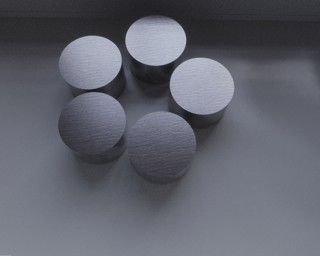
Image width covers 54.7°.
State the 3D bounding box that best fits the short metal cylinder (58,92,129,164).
[{"bbox_3d":[-0.081,0.001,0.393,0.081,0.050,0.080,0,70,0],"label":"short metal cylinder"}]

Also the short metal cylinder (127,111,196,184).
[{"bbox_3d":[0.002,0.026,0.385,0.081,0.050,0.080,0,70,0],"label":"short metal cylinder"}]

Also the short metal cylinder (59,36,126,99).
[{"bbox_3d":[-0.089,-0.077,0.422,0.081,0.050,0.080,0,70,0],"label":"short metal cylinder"}]

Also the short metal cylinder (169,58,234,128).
[{"bbox_3d":[0.053,-0.045,0.411,0.081,0.050,0.080,0,70,0],"label":"short metal cylinder"}]

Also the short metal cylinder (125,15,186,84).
[{"bbox_3d":[-0.005,-0.109,0.434,0.081,0.050,0.080,0,70,0],"label":"short metal cylinder"}]
